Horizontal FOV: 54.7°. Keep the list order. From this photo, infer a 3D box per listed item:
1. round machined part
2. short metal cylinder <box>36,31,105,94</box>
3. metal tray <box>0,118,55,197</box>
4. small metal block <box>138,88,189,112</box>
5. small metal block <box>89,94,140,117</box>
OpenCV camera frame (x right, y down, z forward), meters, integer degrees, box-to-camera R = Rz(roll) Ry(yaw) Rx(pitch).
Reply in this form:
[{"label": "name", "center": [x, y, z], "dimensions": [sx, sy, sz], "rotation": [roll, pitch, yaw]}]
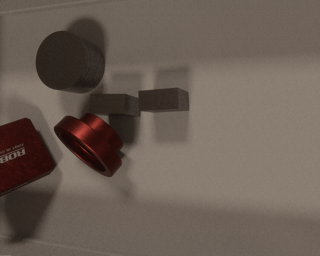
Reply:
[{"label": "round machined part", "center": [-0.088, 0.018, 0.412], "dimensions": [0.098, 0.098, 0.042], "rotation": [32, 65, 17]}, {"label": "short metal cylinder", "center": [-0.126, -0.091, 0.440], "dimensions": [0.080, 0.050, 0.079], "rotation": [0, 90, 19]}, {"label": "metal tray", "center": [-0.231, 0.049, 0.438], "dimensions": [0.090, 0.131, 0.030], "rotation": [59, 145, 8]}, {"label": "small metal block", "center": [0.006, -0.034, 0.394], "dimensions": [0.050, 0.050, 0.025], "rotation": [-2, 89, 19]}, {"label": "small metal block", "center": [-0.059, -0.030, 0.416], "dimensions": [0.050, 0.050, 0.025], "rotation": [2, 88, 19]}]
